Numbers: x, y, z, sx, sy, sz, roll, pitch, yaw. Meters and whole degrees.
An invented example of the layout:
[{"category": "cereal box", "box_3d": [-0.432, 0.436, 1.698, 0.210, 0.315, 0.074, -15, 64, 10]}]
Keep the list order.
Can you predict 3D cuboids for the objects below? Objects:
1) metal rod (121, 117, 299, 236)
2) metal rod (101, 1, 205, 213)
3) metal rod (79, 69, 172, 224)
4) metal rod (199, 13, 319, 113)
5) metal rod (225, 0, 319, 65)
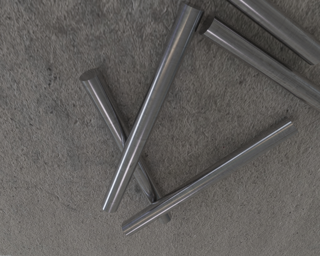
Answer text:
[{"category": "metal rod", "box_3d": [0.060, 0.079, 0.453, 0.300, 0.025, 0.025, -37, 122, 19]}, {"category": "metal rod", "box_3d": [-0.020, -0.003, 0.380, 0.025, 0.025, 0.298, 16, 121, -14]}, {"category": "metal rod", "box_3d": [-0.036, 0.047, 0.446, 0.025, 0.025, 0.299, -14, 129, 11]}, {"category": "metal rod", "box_3d": [0.174, -0.044, 0.370, 0.301, 0.025, 0.025, 26, 125, -21]}, {"category": "metal rod", "box_3d": [0.048, -0.144, 0.284, 0.301, 0.025, 0.025, 27, 125, -22]}]
